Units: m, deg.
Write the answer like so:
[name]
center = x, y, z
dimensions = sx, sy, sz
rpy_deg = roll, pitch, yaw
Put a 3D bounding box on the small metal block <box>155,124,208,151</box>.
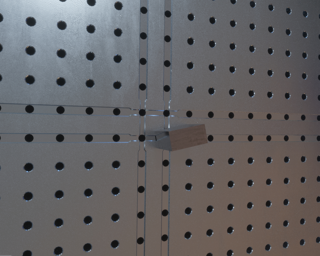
[small metal block]
center = 0.027, 0.012, 0.411
dimensions = 0.050, 0.050, 0.025
rpy_deg = -11, 94, -20
